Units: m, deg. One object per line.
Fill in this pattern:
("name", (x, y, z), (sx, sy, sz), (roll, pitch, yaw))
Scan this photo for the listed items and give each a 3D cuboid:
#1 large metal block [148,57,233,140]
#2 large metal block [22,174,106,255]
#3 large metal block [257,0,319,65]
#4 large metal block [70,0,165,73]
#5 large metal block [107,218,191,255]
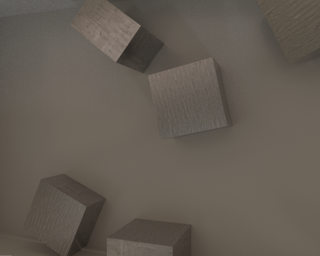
("large metal block", (0.039, -0.033, 0.383), (0.080, 0.050, 0.080), (-13, 86, 19))
("large metal block", (-0.137, 0.123, 0.446), (0.080, 0.050, 0.080), (25, 98, 18))
("large metal block", (0.163, -0.123, 0.320), (0.080, 0.050, 0.080), (-33, 78, 51))
("large metal block", (-0.052, -0.120, 0.399), (0.080, 0.080, 0.050), (40, 103, 15))
("large metal block", (-0.010, 0.153, 0.385), (0.080, 0.080, 0.050), (0, 90, 20))
